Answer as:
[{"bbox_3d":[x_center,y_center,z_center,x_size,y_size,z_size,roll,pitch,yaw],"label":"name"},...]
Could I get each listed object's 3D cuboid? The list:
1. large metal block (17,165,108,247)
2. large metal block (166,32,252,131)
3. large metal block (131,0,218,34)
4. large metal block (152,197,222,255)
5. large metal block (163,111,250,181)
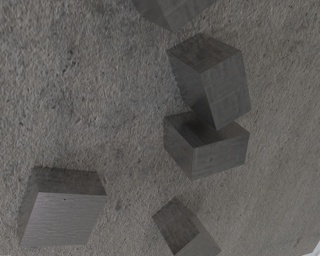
[{"bbox_3d":[-0.123,0.098,0.384,0.081,0.050,0.079,12,112,-33],"label":"large metal block"},{"bbox_3d":[0.058,-0.057,0.367,0.050,0.080,0.080,-30,129,-9],"label":"large metal block"},{"bbox_3d":[-0.003,-0.143,0.281,0.050,0.080,0.080,-38,129,-3],"label":"large metal block"},{"bbox_3d":[0.043,0.170,0.500,0.050,0.080,0.080,-42,129,0],"label":"large metal block"},{"bbox_3d":[0.058,0.017,0.413,0.081,0.080,0.050,-14,124,-21],"label":"large metal block"}]
